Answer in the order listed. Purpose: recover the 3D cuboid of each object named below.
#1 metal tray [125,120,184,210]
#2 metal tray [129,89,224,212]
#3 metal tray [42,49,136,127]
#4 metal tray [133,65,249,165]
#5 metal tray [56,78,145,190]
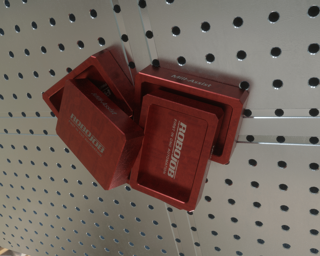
[{"bbox_3d":[-0.010,0.053,0.446,0.130,0.030,0.089,24,127,14],"label":"metal tray"},{"bbox_3d":[0.017,0.028,0.376,0.090,0.030,0.129,18,114,18],"label":"metal tray"},{"bbox_3d":[-0.097,-0.039,0.435,0.130,0.030,0.090,-24,105,37],"label":"metal tray"},{"bbox_3d":[0.032,-0.017,0.380,0.130,0.030,0.089,18,125,18],"label":"metal tray"},{"bbox_3d":[-0.084,0.005,0.403,0.130,0.030,0.089,41,125,29],"label":"metal tray"}]
